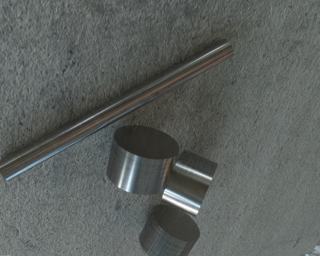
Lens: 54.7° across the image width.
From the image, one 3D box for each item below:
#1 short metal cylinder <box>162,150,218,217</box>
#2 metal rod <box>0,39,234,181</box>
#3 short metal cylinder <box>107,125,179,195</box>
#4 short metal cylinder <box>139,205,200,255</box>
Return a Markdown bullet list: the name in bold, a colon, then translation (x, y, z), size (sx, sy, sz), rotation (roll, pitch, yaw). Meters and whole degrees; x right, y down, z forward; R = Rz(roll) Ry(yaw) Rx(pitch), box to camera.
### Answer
- **short metal cylinder**: translation (0.042, 0.077, 0.434), size (0.080, 0.050, 0.080), rotation (21, 91, -79)
- **metal rod**: translation (-0.044, -0.027, 0.366), size (0.301, 0.025, 0.025), rotation (-30, 129, -9)
- **short metal cylinder**: translation (-0.021, 0.037, 0.383), size (0.081, 0.080, 0.050), rotation (1, 118, -29)
- **short metal cylinder**: translation (0.015, 0.165, 0.482), size (0.081, 0.080, 0.050), rotation (16, 110, -35)
